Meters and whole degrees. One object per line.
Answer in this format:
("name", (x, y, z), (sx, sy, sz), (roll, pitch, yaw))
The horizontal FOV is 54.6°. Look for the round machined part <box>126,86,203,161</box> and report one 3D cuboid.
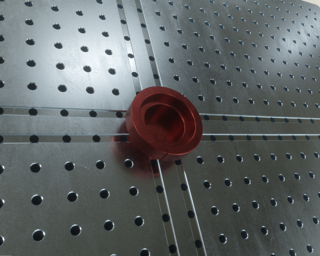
("round machined part", (0.002, -0.002, 0.399), (0.099, 0.042, 0.098), (13, 56, -21))
